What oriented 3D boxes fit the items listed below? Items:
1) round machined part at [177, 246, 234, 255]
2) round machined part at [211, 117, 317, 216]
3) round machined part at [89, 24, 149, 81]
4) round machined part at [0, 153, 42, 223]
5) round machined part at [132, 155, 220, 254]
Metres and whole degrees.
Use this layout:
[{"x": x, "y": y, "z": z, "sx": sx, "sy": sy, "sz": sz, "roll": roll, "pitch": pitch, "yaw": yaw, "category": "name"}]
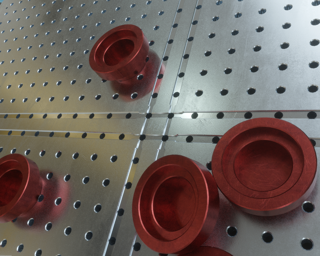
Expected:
[{"x": 0.040, "y": 0.158, "z": 0.279, "sx": 0.098, "sy": 0.042, "sz": 0.098, "roll": -13, "pitch": 56, "yaw": 20, "category": "round machined part"}, {"x": 0.106, "y": 0.041, "z": 0.316, "sx": 0.098, "sy": 0.042, "sz": 0.098, "roll": -13, "pitch": 56, "yaw": 20, "category": "round machined part"}, {"x": -0.061, "y": -0.115, "z": 0.498, "sx": 0.098, "sy": 0.042, "sz": 0.098, "roll": -13, "pitch": 56, "yaw": 20, "category": "round machined part"}, {"x": -0.214, "y": 0.090, "z": 0.452, "sx": 0.098, "sy": 0.042, "sz": 0.098, "roll": -13, "pitch": 56, "yaw": 20, "category": "round machined part"}, {"x": 0.020, "y": 0.080, "z": 0.326, "sx": 0.098, "sy": 0.042, "sz": 0.098, "roll": -19, "pitch": 59, "yaw": 36, "category": "round machined part"}]
